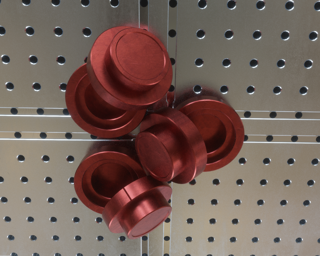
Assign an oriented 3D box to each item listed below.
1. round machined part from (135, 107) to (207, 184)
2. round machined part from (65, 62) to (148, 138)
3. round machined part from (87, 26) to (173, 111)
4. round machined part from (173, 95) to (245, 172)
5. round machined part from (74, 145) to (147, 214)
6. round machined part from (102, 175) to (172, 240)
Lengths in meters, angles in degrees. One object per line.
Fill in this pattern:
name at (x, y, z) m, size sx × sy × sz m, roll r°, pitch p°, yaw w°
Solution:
round machined part at (0.006, 0.027, 0.382) m, size 0.042 × 0.098 × 0.098 m, roll -29°, pitch 114°, yaw -35°
round machined part at (-0.063, -0.040, 0.388) m, size 0.099 × 0.042 × 0.097 m, roll 0°, pitch 110°, yaw 0°
round machined part at (-0.028, -0.072, 0.348) m, size 0.099 × 0.042 × 0.098 m, roll 8°, pitch 71°, yaw -24°
round machined part at (0.056, 0.005, 0.406) m, size 0.099 × 0.042 × 0.097 m, roll 0°, pitch 110°, yaw 0°
round machined part at (-0.065, 0.068, 0.428) m, size 0.099 × 0.042 × 0.097 m, roll 0°, pitch 110°, yaw 0°
round machined part at (-0.023, 0.110, 0.414) m, size 0.099 × 0.042 × 0.098 m, roll -28°, pitch 148°, yaw -19°
